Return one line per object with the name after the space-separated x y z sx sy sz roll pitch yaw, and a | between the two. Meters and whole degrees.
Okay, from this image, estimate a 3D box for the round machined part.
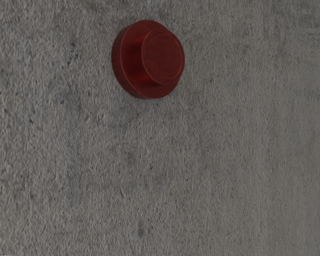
-0.007 -0.086 0.386 0.099 0.042 0.097 0 90 -40 | round machined part
